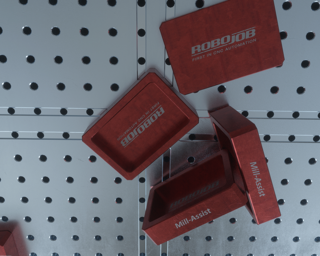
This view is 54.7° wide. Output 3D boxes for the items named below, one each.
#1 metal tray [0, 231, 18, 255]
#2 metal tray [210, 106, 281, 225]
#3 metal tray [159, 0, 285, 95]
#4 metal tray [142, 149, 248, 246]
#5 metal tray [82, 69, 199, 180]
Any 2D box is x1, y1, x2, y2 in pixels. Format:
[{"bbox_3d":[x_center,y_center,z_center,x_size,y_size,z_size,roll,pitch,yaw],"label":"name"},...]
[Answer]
[{"bbox_3d":[-0.293,0.211,0.484,0.131,0.030,0.089,-4,110,1],"label":"metal tray"},{"bbox_3d":[0.107,0.045,0.395,0.030,0.090,0.129,-21,109,0],"label":"metal tray"},{"bbox_3d":[0.074,-0.103,0.374,0.131,0.030,0.090,-17,110,5],"label":"metal tray"},{"bbox_3d":[0.042,0.087,0.403,0.130,0.090,0.030,-31,108,18],"label":"metal tray"},{"bbox_3d":[-0.026,-0.003,0.409,0.130,0.030,0.090,-42,105,13],"label":"metal tray"}]
